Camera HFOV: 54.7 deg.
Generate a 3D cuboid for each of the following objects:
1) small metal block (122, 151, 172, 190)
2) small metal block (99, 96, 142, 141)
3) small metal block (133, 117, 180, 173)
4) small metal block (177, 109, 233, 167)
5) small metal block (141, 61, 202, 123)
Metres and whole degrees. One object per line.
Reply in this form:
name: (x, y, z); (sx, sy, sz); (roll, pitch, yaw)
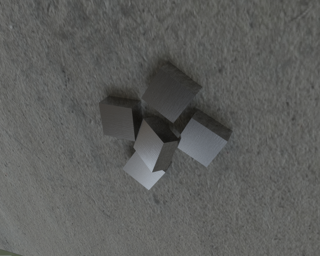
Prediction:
small metal block: (-0.019, 0.055, 0.449); (0.050, 0.025, 0.050); (39, 129, 1)
small metal block: (-0.052, -0.014, 0.424); (0.050, 0.025, 0.050); (11, 123, 22)
small metal block: (-0.006, 0.021, 0.404); (0.050, 0.025, 0.050); (49, 132, 36)
small metal block: (0.053, 0.013, 0.386); (0.050, 0.025, 0.050); (34, 129, 5)
small metal block: (0.013, -0.042, 0.372); (0.050, 0.025, 0.050); (38, 129, 2)
